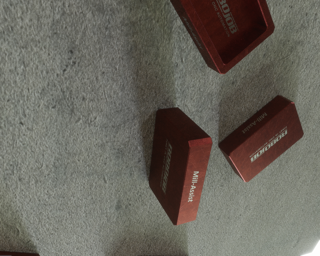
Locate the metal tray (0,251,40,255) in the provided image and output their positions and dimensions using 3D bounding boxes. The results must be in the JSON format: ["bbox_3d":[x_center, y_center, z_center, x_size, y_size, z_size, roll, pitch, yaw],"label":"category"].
[{"bbox_3d":[-0.234,0.202,0.400,0.131,0.030,0.090,23,106,-37],"label":"metal tray"}]

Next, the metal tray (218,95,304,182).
[{"bbox_3d":[0.168,0.019,0.507,0.130,0.030,0.090,-39,130,-2],"label":"metal tray"}]

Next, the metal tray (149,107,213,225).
[{"bbox_3d":[0.021,0.049,0.406,0.030,0.090,0.129,-8,122,-25],"label":"metal tray"}]

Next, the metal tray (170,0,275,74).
[{"bbox_3d":[0.073,-0.138,0.357,0.090,0.030,0.130,-41,130,0],"label":"metal tray"}]
